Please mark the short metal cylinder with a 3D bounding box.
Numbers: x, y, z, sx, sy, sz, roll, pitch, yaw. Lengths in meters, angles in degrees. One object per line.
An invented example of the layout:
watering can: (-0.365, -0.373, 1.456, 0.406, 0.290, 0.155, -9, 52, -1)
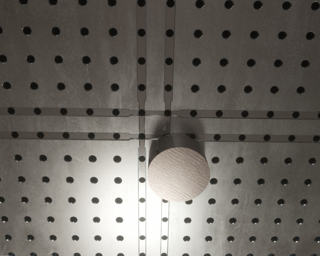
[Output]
short metal cylinder: (0.024, 0.052, 0.420, 0.081, 0.050, 0.079, 0, 110, -1)
